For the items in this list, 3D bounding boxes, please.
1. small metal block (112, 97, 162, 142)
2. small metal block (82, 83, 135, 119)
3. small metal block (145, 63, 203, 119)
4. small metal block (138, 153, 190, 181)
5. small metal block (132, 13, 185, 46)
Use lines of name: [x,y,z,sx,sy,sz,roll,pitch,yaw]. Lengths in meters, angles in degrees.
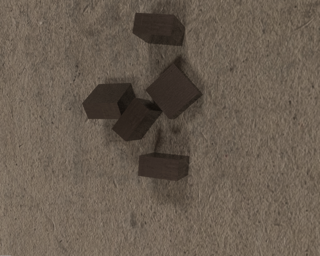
small metal block: [-0.028,-0.011,0.405,0.025,0.050,0.050,41,103,14]
small metal block: [-0.067,-0.037,0.416,0.050,0.050,0.025,1,127,19]
small metal block: [0.018,-0.046,0.402,0.050,0.025,0.050,-42,77,15]
small metal block: [0.006,0.048,0.393,0.050,0.050,0.025,5,92,19]
small metal block: [0.000,-0.125,0.395,0.050,0.050,0.025,10,94,19]
